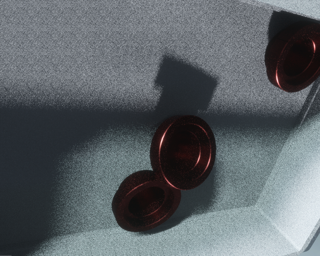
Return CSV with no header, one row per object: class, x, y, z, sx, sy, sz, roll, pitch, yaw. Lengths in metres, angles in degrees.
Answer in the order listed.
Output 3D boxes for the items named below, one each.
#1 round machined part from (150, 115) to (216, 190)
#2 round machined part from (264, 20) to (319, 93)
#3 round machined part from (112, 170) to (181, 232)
round machined part,0.026,0.031,0.417,0.099,0.042,0.097,-2,94,-36
round machined part,0.190,-0.103,0.440,0.099,0.042,0.097,-14,125,-21
round machined part,-0.022,0.100,0.447,0.099,0.042,0.097,-14,126,-20
